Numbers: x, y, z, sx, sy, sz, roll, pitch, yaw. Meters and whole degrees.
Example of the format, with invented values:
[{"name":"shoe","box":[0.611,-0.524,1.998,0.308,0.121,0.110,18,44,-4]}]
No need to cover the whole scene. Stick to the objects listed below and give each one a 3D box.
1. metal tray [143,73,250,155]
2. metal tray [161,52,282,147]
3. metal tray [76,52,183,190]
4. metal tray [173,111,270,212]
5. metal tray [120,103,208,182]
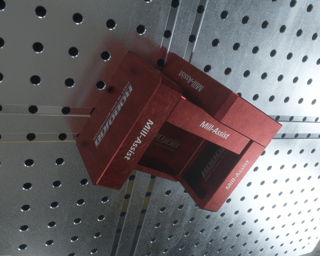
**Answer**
[{"name":"metal tray","box":[0.043,-0.019,0.379,0.131,0.090,0.030,23,106,-37]},{"name":"metal tray","box":[0.065,-0.035,0.355,0.090,0.130,0.030,24,105,-37]},{"name":"metal tray","box":[-0.040,-0.009,0.340,0.030,0.090,0.129,24,105,-37]},{"name":"metal tray","box":[0.081,0.040,0.436,0.030,0.090,0.129,24,105,-37]},{"name":"metal tray","box":[-0.002,0.017,0.416,0.131,0.030,0.090,24,106,-37]}]
